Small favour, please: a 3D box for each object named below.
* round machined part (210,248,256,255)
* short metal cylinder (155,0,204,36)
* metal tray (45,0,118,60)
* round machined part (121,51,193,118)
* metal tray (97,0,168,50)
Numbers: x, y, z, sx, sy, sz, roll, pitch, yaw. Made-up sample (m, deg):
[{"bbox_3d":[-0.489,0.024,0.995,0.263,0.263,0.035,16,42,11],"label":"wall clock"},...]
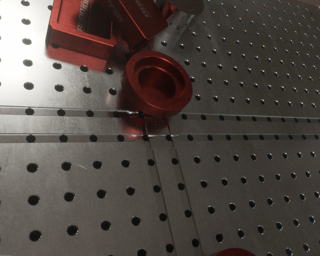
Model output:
[{"bbox_3d":[0.076,0.183,0.329,0.099,0.042,0.098,14,56,-21],"label":"round machined part"},{"bbox_3d":[0.029,-0.207,0.536,0.081,0.050,0.080,14,56,-21],"label":"short metal cylinder"},{"bbox_3d":[-0.108,-0.167,0.449,0.091,0.030,0.130,12,57,-22],"label":"metal tray"},{"bbox_3d":[-0.008,-0.056,0.429,0.099,0.042,0.098,14,56,-21],"label":"round machined part"},{"bbox_3d":[-0.049,-0.189,0.458,0.130,0.030,0.090,54,36,-13],"label":"metal tray"}]
